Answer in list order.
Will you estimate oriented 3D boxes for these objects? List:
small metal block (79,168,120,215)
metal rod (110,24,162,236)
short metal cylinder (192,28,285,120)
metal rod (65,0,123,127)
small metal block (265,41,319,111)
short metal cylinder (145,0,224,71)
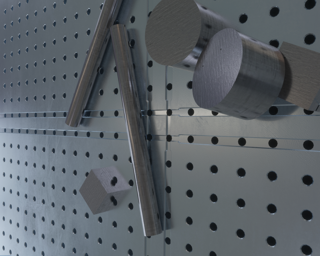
[{"bbox_3d":[-0.096,0.099,0.489,0.050,0.025,0.050,48,118,29],"label":"small metal block"},{"bbox_3d":[-0.035,-0.003,0.438,0.025,0.025,0.298,-17,79,39],"label":"metal rod"},{"bbox_3d":[0.075,-0.052,0.310,0.080,0.050,0.080,-41,42,52],"label":"short metal cylinder"},{"bbox_3d":[-0.094,-0.137,0.487,0.025,0.025,0.298,37,112,34],"label":"metal rod"},{"bbox_3d":[0.134,-0.050,0.299,0.050,0.025,0.050,34,111,35],"label":"small metal block"},{"bbox_3d":[0.029,-0.111,0.369,0.080,0.050,0.079,0,90,40],"label":"short metal cylinder"}]
